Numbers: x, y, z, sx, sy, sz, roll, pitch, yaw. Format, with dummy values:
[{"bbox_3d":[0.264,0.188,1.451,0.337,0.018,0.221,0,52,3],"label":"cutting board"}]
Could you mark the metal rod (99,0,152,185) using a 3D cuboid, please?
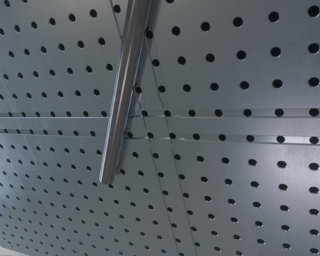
[{"bbox_3d":[-0.053,-0.031,0.420,0.025,0.025,0.298,26,128,12],"label":"metal rod"}]
